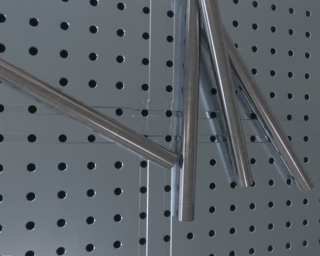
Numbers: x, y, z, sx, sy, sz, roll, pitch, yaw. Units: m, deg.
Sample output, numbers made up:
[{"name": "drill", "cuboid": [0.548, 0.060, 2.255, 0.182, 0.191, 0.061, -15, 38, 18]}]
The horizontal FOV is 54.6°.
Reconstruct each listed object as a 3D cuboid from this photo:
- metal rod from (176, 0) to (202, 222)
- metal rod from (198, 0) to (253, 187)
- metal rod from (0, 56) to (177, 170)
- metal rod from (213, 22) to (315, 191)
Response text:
[{"name": "metal rod", "cuboid": [0.040, -0.024, 0.427, 0.025, 0.025, 0.298, 3, 89, -20]}, {"name": "metal rod", "cuboid": [0.090, -0.060, 0.430, 0.025, 0.025, 0.298, -18, 102, -19]}, {"name": "metal rod", "cuboid": [-0.108, -0.026, 0.372, 0.301, 0.025, 0.025, 30, 80, -18]}, {"name": "metal rod", "cuboid": [0.154, -0.028, 0.468, 0.025, 0.025, 0.299, -37, 102, -16]}]
